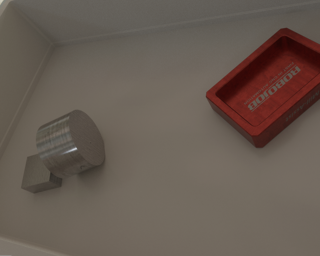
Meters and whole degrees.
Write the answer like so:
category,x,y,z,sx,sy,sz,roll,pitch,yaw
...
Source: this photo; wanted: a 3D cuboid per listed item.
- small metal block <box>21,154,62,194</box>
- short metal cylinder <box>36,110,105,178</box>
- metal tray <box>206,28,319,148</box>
category,x,y,z,sx,sy,sz,roll,pitch,yaw
small metal block,-0.170,0.064,0.454,0.050,0.025,0.050,-16,55,19
short metal cylinder,-0.118,0.022,0.417,0.050,0.080,0.080,-23,53,14
metal tray,0.131,-0.050,0.363,0.130,0.030,0.090,-41,51,0
